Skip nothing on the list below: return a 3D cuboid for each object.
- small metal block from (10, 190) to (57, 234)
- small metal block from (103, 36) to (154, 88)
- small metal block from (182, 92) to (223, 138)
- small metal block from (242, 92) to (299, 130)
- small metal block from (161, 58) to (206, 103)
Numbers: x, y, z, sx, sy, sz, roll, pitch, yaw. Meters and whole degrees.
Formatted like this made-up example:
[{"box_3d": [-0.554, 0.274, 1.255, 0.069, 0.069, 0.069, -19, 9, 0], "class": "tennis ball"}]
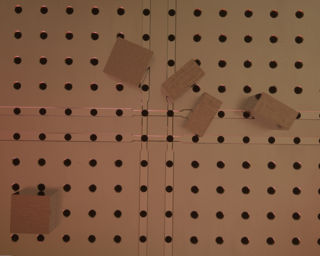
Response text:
[{"box_3d": [-0.168, 0.112, 0.412, 0.050, 0.025, 0.050, 2, 90, 0], "class": "small metal block"}, {"box_3d": [-0.041, -0.086, 0.413, 0.050, 0.025, 0.050, 23, 90, 0], "class": "small metal block"}, {"box_3d": [0.053, -0.016, 0.401, 0.025, 0.050, 0.050, 30, 90, 0], "class": "small metal block"}, {"box_3d": [0.141, -0.021, 0.402, 0.050, 0.050, 0.025, 30, 90, 0], "class": "small metal block"}, {"box_3d": [0.028, -0.059, 0.401, 0.050, 0.050, 0.025, -40, 90, 0], "class": "small metal block"}]
